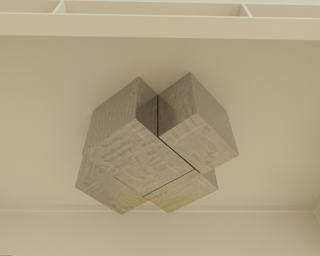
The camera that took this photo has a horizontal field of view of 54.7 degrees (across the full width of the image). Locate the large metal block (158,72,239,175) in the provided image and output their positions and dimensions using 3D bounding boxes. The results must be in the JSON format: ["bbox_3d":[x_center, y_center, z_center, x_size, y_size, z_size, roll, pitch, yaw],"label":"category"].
[{"bbox_3d":[0.043,-0.006,0.368,0.050,0.080,0.080,-33,123,25],"label":"large metal block"}]

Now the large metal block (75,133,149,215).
[{"bbox_3d":[-0.060,0.057,0.420,0.050,0.080,0.080,-33,123,25],"label":"large metal block"}]

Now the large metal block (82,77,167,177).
[{"bbox_3d":[-0.040,-0.001,0.369,0.080,0.080,0.050,-32,123,24],"label":"large metal block"}]

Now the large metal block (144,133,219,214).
[{"bbox_3d":[0.026,0.056,0.421,0.080,0.080,0.050,-32,123,24],"label":"large metal block"}]

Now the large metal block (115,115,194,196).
[{"bbox_3d":[-0.007,0.027,0.395,0.080,0.080,0.050,-32,123,24],"label":"large metal block"}]
